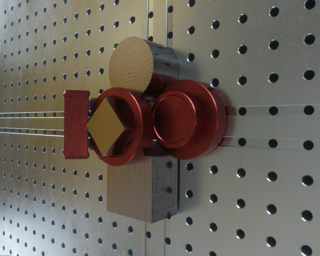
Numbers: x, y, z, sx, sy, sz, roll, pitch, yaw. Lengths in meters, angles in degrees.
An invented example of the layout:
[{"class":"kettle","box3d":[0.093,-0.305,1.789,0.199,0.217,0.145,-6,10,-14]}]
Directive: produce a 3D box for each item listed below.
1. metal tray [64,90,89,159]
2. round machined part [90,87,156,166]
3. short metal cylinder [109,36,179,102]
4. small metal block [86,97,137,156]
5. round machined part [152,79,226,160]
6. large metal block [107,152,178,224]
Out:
[{"class":"metal tray","box3d":[-0.122,-0.006,0.460,0.130,0.030,0.089,-175,86,-77]},{"class":"round machined part","box3d":[-0.044,-0.002,0.397,0.098,0.042,0.097,0,90,40]},{"class":"short metal cylinder","box3d":[-0.022,-0.076,0.411,0.080,0.050,0.080,0,90,40]},{"class":"small metal block","box3d":[-0.058,-0.001,0.377,0.050,0.025,0.050,-49,61,29]},{"class":"round machined part","box3d":[0.026,-0.010,0.375,0.098,0.042,0.097,0,90,40]},{"class":"large metal block","box3d":[-0.024,0.072,0.410,0.080,0.050,0.080,1,91,40]}]
